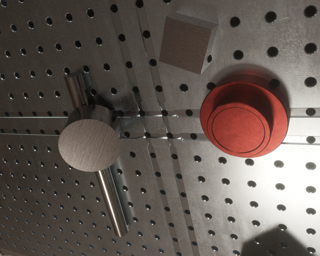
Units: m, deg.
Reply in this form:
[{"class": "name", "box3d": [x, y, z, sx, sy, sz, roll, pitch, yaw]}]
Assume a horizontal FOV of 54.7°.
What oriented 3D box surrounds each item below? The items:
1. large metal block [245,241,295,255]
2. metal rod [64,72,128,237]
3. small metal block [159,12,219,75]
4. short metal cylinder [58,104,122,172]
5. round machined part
[{"class": "large metal block", "box3d": [0.166, 0.221, 0.444, 0.080, 0.050, 0.080, 42, 129, -1]}, {"class": "metal rod", "box3d": [-0.095, 0.057, 0.494, 0.025, 0.025, 0.298, 3, 120, 26]}, {"class": "small metal block", "box3d": [0.030, -0.092, 0.337, 0.050, 0.025, 0.050, 21, 126, 15]}, {"class": "short metal cylinder", "box3d": [-0.094, 0.013, 0.430, 0.081, 0.050, 0.079, -3, 116, -5]}, {"class": "round machined part", "box3d": [0.091, -0.006, 0.348, 0.098, 0.042, 0.097, 13, 124, 20]}]
